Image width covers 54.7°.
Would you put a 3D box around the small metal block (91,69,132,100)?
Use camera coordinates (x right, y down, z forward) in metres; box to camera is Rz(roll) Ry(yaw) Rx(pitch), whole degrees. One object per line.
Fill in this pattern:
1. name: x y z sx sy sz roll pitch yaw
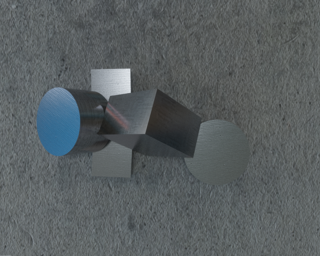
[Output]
1. small metal block: -0.063 -0.051 0.410 0.050 0.025 0.050 -1 90 -1

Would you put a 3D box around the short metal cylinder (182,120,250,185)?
1. short metal cylinder: 0.069 0.029 0.400 0.081 0.050 0.079 0 90 -1

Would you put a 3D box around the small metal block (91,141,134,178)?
1. small metal block: -0.062 0.038 0.410 0.050 0.025 0.050 3 90 -1

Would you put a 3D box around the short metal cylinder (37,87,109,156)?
1. short metal cylinder: -0.105 -0.008 0.379 0.080 0.050 0.079 1 91 35

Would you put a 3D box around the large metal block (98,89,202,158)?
1. large metal block: -0.011 -0.002 0.365 0.080 0.080 0.050 29 68 -42
